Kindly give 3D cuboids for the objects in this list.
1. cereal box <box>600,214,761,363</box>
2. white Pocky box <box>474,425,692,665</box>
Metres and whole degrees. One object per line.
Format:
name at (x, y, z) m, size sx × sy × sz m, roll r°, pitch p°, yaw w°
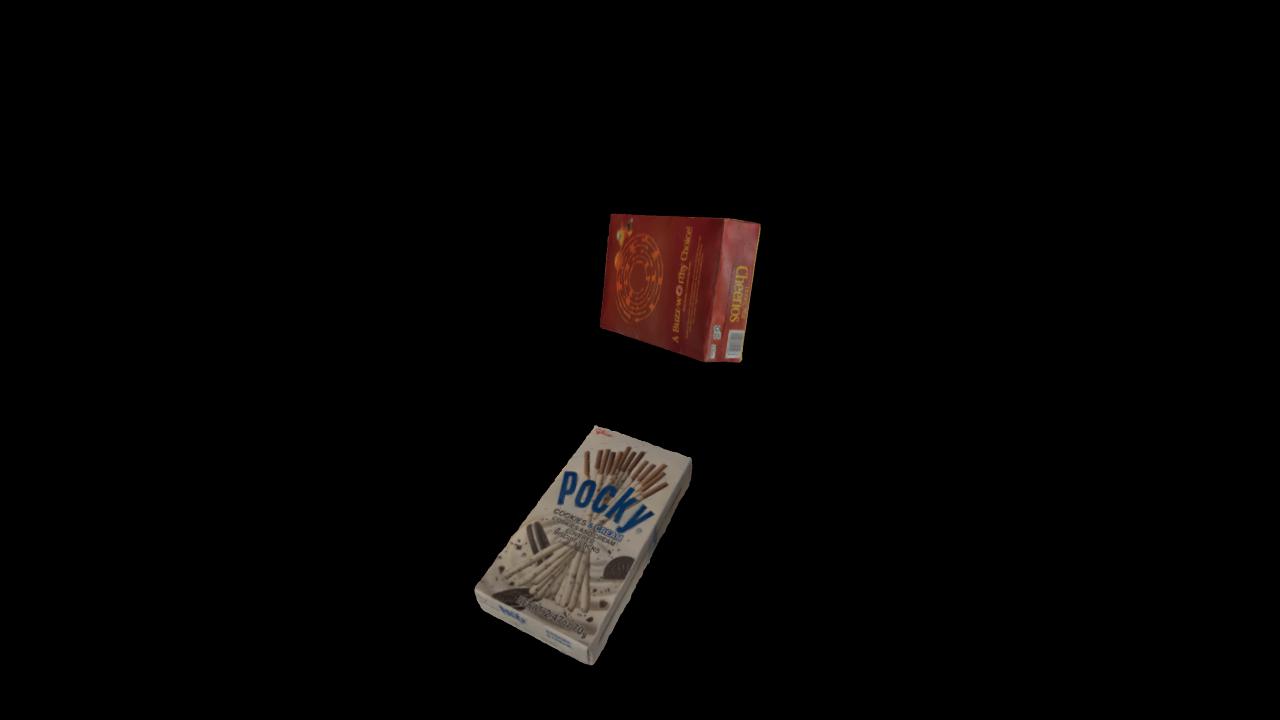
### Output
cereal box at (0.048, -0.124, 0.975) m, size 0.081 × 0.203 × 0.306 m, roll 0°, pitch 12°, yaw -34°
white Pocky box at (-0.031, 0.114, 0.415) m, size 0.084 × 0.028 × 0.154 m, roll 17°, pitch 44°, yaw 20°
